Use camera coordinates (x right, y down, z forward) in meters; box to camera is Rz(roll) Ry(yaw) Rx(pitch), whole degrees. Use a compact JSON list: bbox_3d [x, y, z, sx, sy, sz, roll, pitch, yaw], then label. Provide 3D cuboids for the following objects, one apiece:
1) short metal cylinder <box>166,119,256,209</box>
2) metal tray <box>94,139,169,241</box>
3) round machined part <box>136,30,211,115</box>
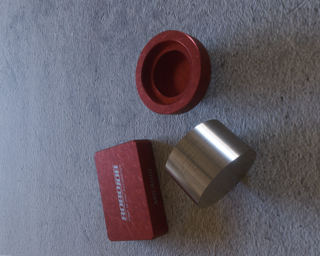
[{"bbox_3d":[0.053,0.038,0.324,0.050,0.081,0.080,45,117,30],"label":"short metal cylinder"},{"bbox_3d":[-0.043,0.088,0.435,0.090,0.030,0.129,-19,78,38],"label":"metal tray"},{"bbox_3d":[0.020,-0.064,0.376,0.098,0.042,0.097,0,90,39],"label":"round machined part"}]
